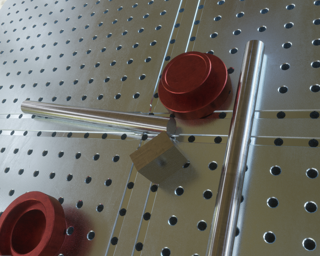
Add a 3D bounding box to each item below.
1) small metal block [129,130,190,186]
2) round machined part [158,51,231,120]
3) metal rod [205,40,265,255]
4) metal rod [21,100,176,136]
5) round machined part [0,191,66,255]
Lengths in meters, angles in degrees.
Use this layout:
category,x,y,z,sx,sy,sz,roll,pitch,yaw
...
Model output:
category,x,y,z,sx,sy,sz,roll,pitch,yaw
small metal block,0.000,0.037,0.369,0.050,0.050,0.025,-36,51,4
round machined part,0.041,-0.063,0.415,0.098,0.042,0.098,-13,56,21
metal rod,0.087,0.024,0.347,0.025,0.025,0.300,2,63,29
metal rod,-0.112,-0.020,0.479,0.300,0.025,0.025,8,66,31
round machined part,-0.162,0.135,0.400,0.098,0.042,0.098,-13,56,21
